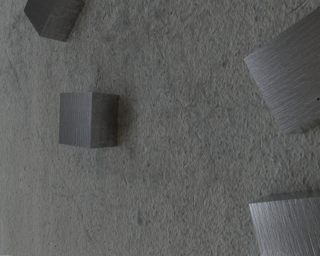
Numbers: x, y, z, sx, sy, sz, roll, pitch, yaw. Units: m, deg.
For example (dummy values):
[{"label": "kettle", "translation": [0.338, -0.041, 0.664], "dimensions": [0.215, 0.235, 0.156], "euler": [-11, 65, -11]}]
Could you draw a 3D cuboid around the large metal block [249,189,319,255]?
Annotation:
[{"label": "large metal block", "translation": [0.136, 0.099, 0.276], "dimensions": [0.080, 0.050, 0.080], "euler": [-18, 78, 38]}]

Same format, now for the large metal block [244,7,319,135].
[{"label": "large metal block", "translation": [0.136, -0.048, 0.276], "dimensions": [0.080, 0.050, 0.080], "euler": [-34, 69, 35]}]

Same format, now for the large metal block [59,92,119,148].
[{"label": "large metal block", "translation": [-0.111, -0.013, 0.481], "dimensions": [0.080, 0.050, 0.079], "euler": [4, 93, 40]}]

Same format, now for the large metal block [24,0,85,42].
[{"label": "large metal block", "translation": [-0.187, -0.212, 0.544], "dimensions": [0.080, 0.050, 0.080], "euler": [-52, 60, 27]}]
